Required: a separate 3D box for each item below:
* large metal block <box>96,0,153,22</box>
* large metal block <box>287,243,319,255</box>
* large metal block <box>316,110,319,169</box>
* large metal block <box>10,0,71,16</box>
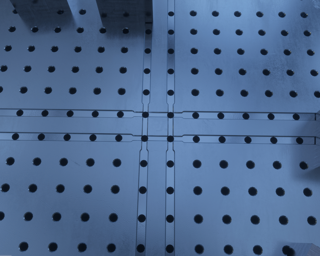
[{"bbox_3d":[-0.051,-0.212,0.476,0.080,0.050,0.080,-1,70,0],"label":"large metal block"},{"bbox_3d":[0.172,0.183,0.333,0.080,0.050,0.080,33,73,11],"label":"large metal block"},{"bbox_3d":[0.236,0.007,0.381,0.050,0.080,0.080,10,70,4],"label":"large metal block"},{"bbox_3d":[-0.187,-0.227,0.480,0.080,0.050,0.080,-7,70,-3],"label":"large metal block"}]
